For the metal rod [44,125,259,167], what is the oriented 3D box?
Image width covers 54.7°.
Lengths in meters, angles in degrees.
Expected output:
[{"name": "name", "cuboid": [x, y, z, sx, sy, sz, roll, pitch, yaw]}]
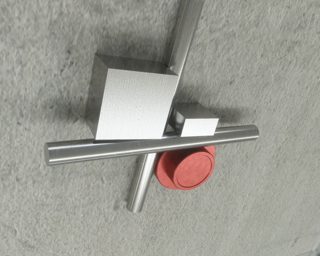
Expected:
[{"name": "metal rod", "cuboid": [0.013, 0.017, 0.395, 0.303, 0.025, 0.025, -4, 121, -31]}]

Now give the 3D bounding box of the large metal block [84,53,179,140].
[{"name": "large metal block", "cuboid": [-0.035, -0.034, 0.352, 0.081, 0.050, 0.079, 1, 118, -29]}]

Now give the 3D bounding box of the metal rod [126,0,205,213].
[{"name": "metal rod", "cuboid": [-0.001, -0.013, 0.402, 0.025, 0.025, 0.298, 2, 118, -30]}]

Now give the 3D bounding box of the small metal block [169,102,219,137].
[{"name": "small metal block", "cuboid": [0.040, -0.013, 0.408, 0.050, 0.050, 0.025, -2, 119, -28]}]

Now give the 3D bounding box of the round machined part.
[{"name": "round machined part", "cuboid": [0.040, 0.052, 0.452, 0.099, 0.042, 0.097, -14, 125, -21]}]
